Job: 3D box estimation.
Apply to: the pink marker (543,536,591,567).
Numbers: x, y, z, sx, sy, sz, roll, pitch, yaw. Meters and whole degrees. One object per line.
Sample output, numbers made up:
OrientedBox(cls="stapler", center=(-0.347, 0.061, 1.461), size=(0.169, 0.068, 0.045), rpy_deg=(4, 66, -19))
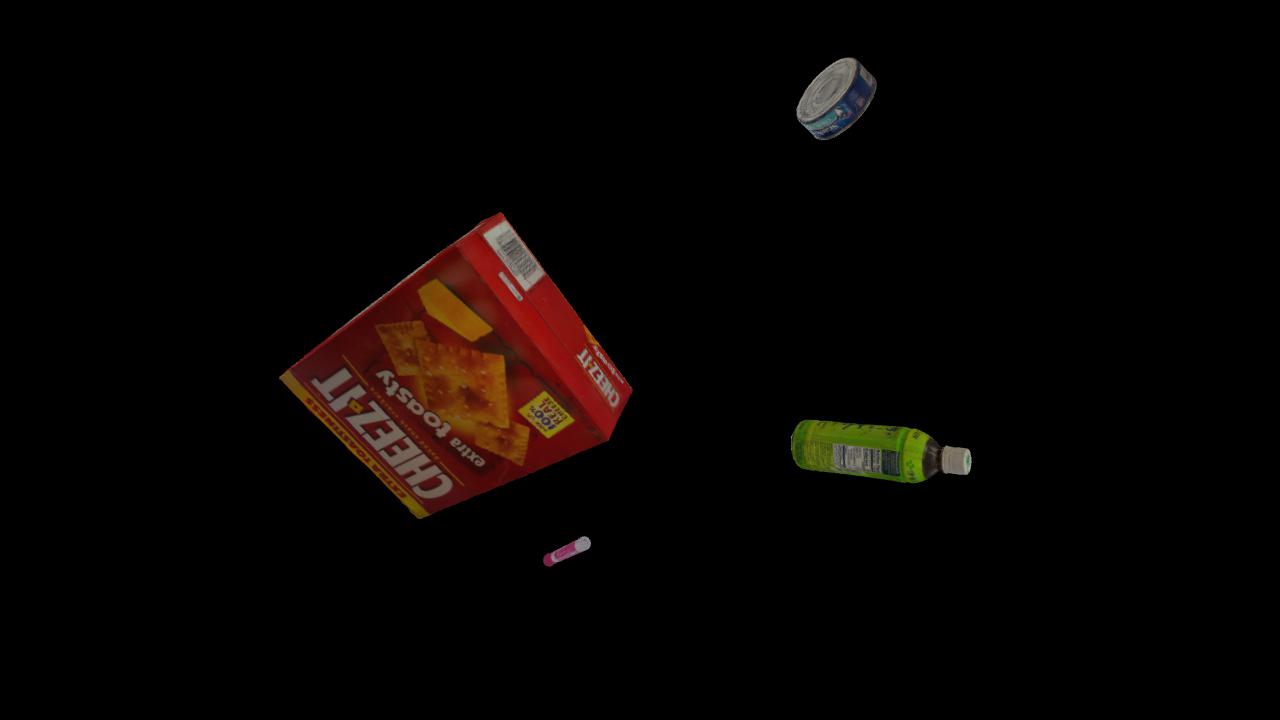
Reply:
OrientedBox(cls="pink marker", center=(-0.109, 0.280, 0.895), size=(0.020, 0.020, 0.121), rpy_deg=(0, -26, -37))

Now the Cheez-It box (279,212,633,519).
OrientedBox(cls="Cheez-It box", center=(-0.142, 0.018, 0.471), size=(0.223, 0.166, 0.071), rpy_deg=(-26, 19, 30))

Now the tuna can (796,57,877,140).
OrientedBox(cls="tuna can", center=(0.215, -0.289, 0.680), size=(0.034, 0.084, 0.084), rpy_deg=(29, -15, -28))

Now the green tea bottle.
OrientedBox(cls="green tea bottle", center=(0.299, 0.117, 0.777), size=(0.212, 0.073, 0.073), rpy_deg=(3, 2, 44))
